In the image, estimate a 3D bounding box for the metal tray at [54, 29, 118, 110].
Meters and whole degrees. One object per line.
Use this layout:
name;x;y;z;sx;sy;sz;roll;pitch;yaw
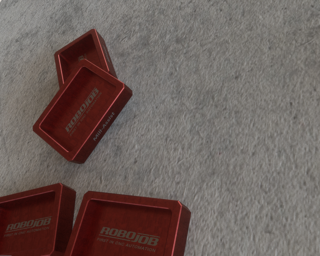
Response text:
metal tray;-0.129;-0.103;0.529;0.090;0.030;0.130;-29;52;9

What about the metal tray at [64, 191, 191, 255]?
metal tray;-0.038;0.122;0.343;0.130;0.030;0.090;0;61;27

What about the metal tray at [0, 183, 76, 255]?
metal tray;-0.178;0.131;0.411;0.130;0.030;0.090;-15;55;19

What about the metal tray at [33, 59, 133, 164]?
metal tray;-0.113;-0.025;0.449;0.090;0.030;0.130;34;87;24
